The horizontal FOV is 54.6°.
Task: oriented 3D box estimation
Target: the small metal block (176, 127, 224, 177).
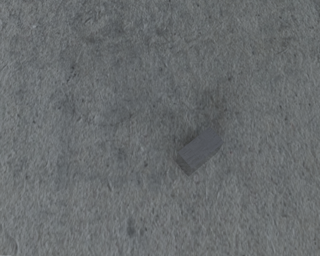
[{"bbox_3d":[0.048,0.031,0.384,0.050,0.050,0.025,-38,74,-12],"label":"small metal block"}]
